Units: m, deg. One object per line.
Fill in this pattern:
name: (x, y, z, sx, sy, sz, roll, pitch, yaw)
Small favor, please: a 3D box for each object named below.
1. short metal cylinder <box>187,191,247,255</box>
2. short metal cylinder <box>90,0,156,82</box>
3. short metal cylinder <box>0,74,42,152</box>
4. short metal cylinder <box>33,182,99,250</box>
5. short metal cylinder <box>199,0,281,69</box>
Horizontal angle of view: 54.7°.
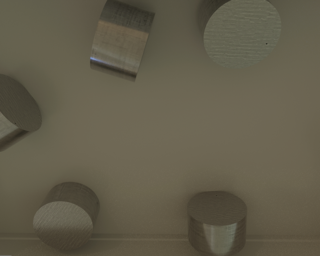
short metal cylinder: (0.079, 0.131, 0.431, 0.080, 0.080, 0.050, -3, 110, 1)
short metal cylinder: (-0.041, -0.097, 0.346, 0.050, 0.080, 0.079, 17, 109, -6)
short metal cylinder: (-0.192, -0.018, 0.374, 0.050, 0.080, 0.080, -30, 108, 11)
short metal cylinder: (-0.131, 0.125, 0.443, 0.081, 0.050, 0.079, 0, 110, 0)
short metal cylinder: (0.086, -0.113, 0.343, 0.081, 0.050, 0.079, -1, 131, -1)
